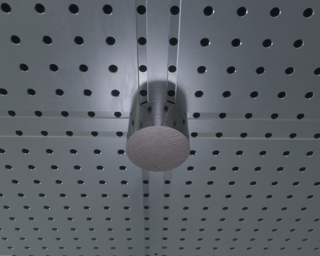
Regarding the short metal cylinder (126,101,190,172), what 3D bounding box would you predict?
[{"bbox_3d":[-0.002,0.012,0.405,0.080,0.050,0.080,0,130,0],"label":"short metal cylinder"}]
